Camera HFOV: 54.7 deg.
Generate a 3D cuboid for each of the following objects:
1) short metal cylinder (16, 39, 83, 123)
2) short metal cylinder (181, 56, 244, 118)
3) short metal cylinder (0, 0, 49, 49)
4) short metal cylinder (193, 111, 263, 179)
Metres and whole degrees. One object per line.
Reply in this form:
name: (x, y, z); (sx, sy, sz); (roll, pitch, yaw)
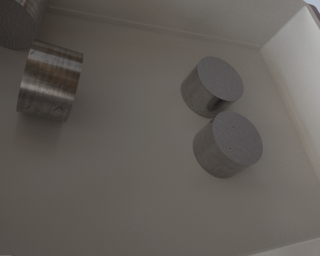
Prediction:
short metal cylinder: (-0.119, -0.050, 0.337); (0.050, 0.080, 0.080); (14, 56, -21)
short metal cylinder: (0.079, -0.061, 0.472); (0.081, 0.050, 0.080); (14, 56, -21)
short metal cylinder: (-0.177, -0.140, 0.360); (0.081, 0.080, 0.050); (17, 55, -19)
short metal cylinder: (0.093, 0.023, 0.427); (0.081, 0.050, 0.080); (14, 56, -21)
